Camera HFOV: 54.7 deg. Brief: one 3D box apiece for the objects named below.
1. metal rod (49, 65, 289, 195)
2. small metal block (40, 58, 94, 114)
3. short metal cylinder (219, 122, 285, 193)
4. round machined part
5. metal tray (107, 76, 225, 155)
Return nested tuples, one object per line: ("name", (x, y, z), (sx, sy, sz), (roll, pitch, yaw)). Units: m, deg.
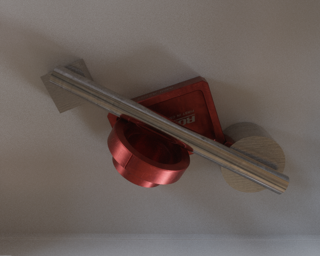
("metal rod", (0.014, 0.004, 0.368), (0.301, 0.025, 0.025), (26, 108, -3))
("small metal block", (-0.111, -0.053, 0.388), (0.050, 0.025, 0.050), (-21, 109, 7))
("short metal cylinder", (0.117, 0.038, 0.412), (0.081, 0.050, 0.079), (0, 110, -1))
("round machined part", (-0.017, 0.032, 0.369), (0.098, 0.098, 0.042), (26, 116, -10))
("metal tray", (0.009, -0.004, 0.405), (0.131, 0.030, 0.090), (-18, 109, 6))
